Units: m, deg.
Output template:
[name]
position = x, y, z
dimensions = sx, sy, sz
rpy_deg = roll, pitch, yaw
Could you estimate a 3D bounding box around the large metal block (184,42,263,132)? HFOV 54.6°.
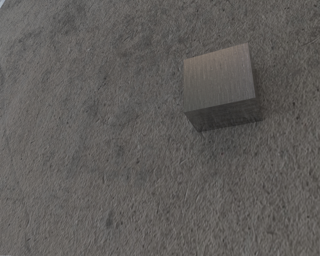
[large metal block]
position = 0.076, -0.047, 0.378
dimensions = 0.080, 0.050, 0.080
rpy_deg = -11, 57, 22
